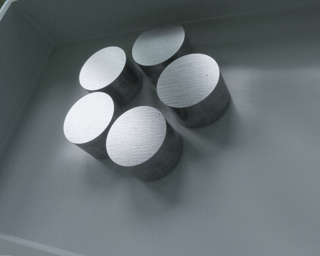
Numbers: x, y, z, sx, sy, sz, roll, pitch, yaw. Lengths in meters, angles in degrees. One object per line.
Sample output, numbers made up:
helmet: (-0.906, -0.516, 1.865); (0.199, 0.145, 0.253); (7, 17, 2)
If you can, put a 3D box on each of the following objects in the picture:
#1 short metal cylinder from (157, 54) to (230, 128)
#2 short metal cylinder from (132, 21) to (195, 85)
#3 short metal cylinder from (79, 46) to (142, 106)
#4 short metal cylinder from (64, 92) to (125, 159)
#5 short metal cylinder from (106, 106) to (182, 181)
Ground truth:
short metal cylinder: (0.043, -0.047, 0.393); (0.080, 0.050, 0.080); (-13, 56, 21)
short metal cylinder: (0.007, -0.107, 0.449); (0.080, 0.050, 0.080); (-13, 56, 21)
short metal cylinder: (-0.074, -0.077, 0.474); (0.080, 0.050, 0.080); (-13, 56, 21)
short metal cylinder: (-0.086, -0.003, 0.434); (0.080, 0.050, 0.080); (-13, 56, 21)
short metal cylinder: (-0.019, 0.020, 0.385); (0.080, 0.050, 0.080); (-13, 56, 21)
